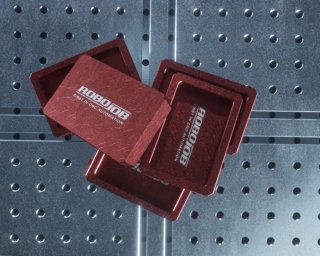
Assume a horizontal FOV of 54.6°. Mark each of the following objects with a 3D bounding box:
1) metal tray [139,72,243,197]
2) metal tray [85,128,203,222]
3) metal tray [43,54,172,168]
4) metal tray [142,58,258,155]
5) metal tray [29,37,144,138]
[{"bbox_3d":[0.038,0.008,0.380,0.090,0.030,0.130,20,78,0],"label":"metal tray"},{"bbox_3d":[-0.019,0.054,0.411,0.130,0.030,0.090,26,90,0],"label":"metal tray"},{"bbox_3d":[-0.064,-0.023,0.370,0.130,0.030,0.090,29,82,22],"label":"metal tray"},{"bbox_3d":[0.050,-0.027,0.410,0.131,0.030,0.090,19,90,1],"label":"metal tray"},{"bbox_3d":[-0.091,-0.052,0.410,0.130,0.030,0.090,-22,90,0],"label":"metal tray"}]
